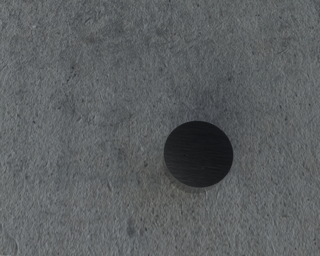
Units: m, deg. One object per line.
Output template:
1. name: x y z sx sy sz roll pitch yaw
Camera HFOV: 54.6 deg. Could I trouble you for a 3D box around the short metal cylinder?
1. short metal cylinder: 0.045 0.037 0.382 0.080 0.050 0.080 0 70 0
